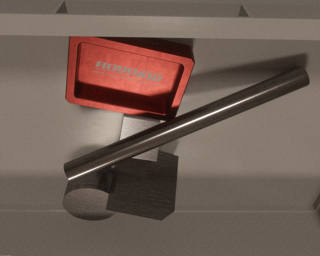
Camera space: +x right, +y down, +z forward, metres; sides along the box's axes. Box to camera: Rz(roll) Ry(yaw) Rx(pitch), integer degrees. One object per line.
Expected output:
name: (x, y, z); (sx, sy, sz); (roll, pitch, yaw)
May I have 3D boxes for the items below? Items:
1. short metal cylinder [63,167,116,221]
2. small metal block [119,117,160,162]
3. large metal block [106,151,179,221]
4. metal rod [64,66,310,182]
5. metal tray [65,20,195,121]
short metal cylinder: (-0.102, 0.098, 0.475); (0.081, 0.050, 0.079); (0, 130, 0)
small metal block: (-0.027, 0.014, 0.403); (0.050, 0.025, 0.050); (10, 88, -9)
large metal block: (-0.023, 0.075, 0.430); (0.081, 0.080, 0.050); (15, 146, -13)
metal rod: (0.028, -0.003, 0.369); (0.301, 0.025, 0.025); (-22, 128, 3)
metal tray: (-0.036, -0.060, 0.353); (0.131, 0.030, 0.089); (10, 129, -10)
